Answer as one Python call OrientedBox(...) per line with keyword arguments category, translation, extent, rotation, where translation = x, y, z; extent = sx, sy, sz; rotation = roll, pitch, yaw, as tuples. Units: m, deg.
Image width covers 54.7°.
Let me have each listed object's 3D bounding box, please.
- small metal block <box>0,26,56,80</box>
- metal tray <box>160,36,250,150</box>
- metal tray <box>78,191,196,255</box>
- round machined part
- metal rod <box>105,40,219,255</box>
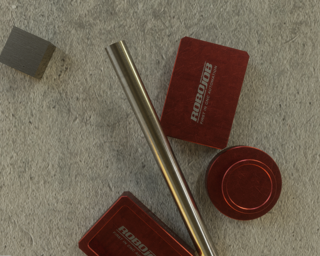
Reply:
OrientedBox(category="small metal block", translation=(-0.174, -0.098, 0.408), extent=(0.050, 0.025, 0.050), rotation=(24, 90, -1))
OrientedBox(category="metal tray", translation=(0.056, -0.045, 0.408), extent=(0.091, 0.030, 0.129), rotation=(14, 90, -1))
OrientedBox(category="metal tray", translation=(-0.028, 0.159, 0.407), extent=(0.130, 0.030, 0.090), rotation=(43, 90, -1))
OrientedBox(category="round machined part", translation=(0.111, 0.073, 0.403), extent=(0.099, 0.042, 0.097), rotation=(0, 90, -1))
OrientedBox(category="metal rod", translation=(0.007, 0.038, 0.385), extent=(0.025, 0.025, 0.299), rotation=(-24, 100, 0))
